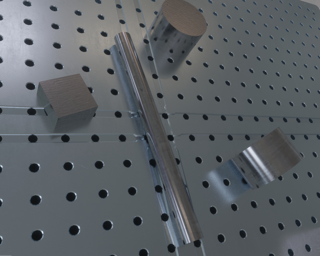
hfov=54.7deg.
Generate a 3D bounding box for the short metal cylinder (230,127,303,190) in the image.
[{"bbox_3d":[0.145,0.041,0.426,0.081,0.080,0.050,-26,76,-37],"label":"short metal cylinder"}]

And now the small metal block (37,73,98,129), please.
[{"bbox_3d":[-0.110,-0.033,0.369,0.050,0.025,0.050,-21,73,-36],"label":"small metal block"}]

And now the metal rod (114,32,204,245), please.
[{"bbox_3d":[-0.009,-0.003,0.405,0.025,0.025,0.299,-6,65,-31],"label":"metal rod"}]

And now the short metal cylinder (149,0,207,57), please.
[{"bbox_3d":[0.029,-0.164,0.508,0.081,0.050,0.080,14,56,-21],"label":"short metal cylinder"}]
